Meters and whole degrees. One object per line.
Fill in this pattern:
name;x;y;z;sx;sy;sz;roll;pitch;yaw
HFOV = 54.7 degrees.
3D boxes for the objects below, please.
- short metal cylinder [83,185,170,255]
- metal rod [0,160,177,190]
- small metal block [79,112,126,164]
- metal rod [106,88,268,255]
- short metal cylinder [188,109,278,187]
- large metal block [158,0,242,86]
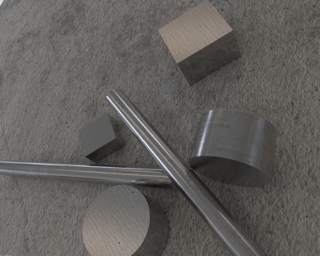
short metal cylinder;-0.036;0.109;0.340;0.080;0.050;0.080;-13;56;21
metal rod;-0.115;0.061;0.426;0.300;0.025;0.025;-1;61;27
small metal block;-0.083;0.014;0.439;0.050;0.025;0.050;-31;52;8
metal rod;0.026;0.054;0.331;0.025;0.025;0.300;-42;59;0
short metal cylinder;0.074;0.022;0.316;0.080;0.080;0.050;4;64;30
large metal block;0.054;-0.119;0.433;0.080;0.050;0.080;-30;52;9
